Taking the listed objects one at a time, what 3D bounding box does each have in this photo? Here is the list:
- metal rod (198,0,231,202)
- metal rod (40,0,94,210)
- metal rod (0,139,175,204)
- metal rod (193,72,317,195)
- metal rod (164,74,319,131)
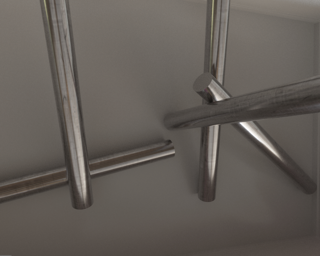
[{"bbox_3d":[0.064,-0.039,0.377,0.025,0.025,0.298,-10,116,-20],"label":"metal rod"},{"bbox_3d":[-0.093,-0.050,0.304,0.025,0.025,0.298,-10,114,-20],"label":"metal rod"},{"bbox_3d":[-0.124,0.059,0.365,0.302,0.025,0.025,-13,95,-20],"label":"metal rod"},{"bbox_3d":[0.144,0.024,0.417,0.301,0.025,0.025,36,78,-35],"label":"metal rod"},{"bbox_3d":[0.073,-0.017,0.285,0.025,0.299,0.025,2,86,-22],"label":"metal rod"}]
